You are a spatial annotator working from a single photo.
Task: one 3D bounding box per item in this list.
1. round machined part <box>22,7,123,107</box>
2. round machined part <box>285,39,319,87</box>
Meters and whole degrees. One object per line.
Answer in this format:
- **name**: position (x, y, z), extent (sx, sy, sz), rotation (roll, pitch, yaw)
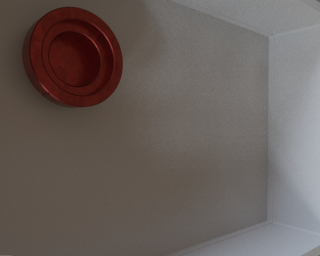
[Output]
- **round machined part**: position (-0.091, -0.069, 0.320), extent (0.099, 0.042, 0.097), rotation (0, 90, -40)
- **round machined part**: position (0.301, -0.135, 0.654), extent (0.099, 0.042, 0.097), rotation (0, 90, -40)
